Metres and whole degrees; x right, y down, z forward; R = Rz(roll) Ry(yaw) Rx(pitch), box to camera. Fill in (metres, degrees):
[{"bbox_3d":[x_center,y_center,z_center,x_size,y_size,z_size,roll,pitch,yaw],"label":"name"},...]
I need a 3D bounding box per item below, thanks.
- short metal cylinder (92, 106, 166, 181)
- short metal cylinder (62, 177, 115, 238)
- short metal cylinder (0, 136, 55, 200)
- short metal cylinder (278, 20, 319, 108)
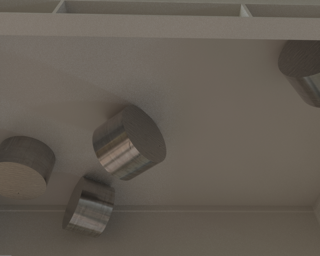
[{"bbox_3d":[-0.037,0.019,0.389,0.050,0.080,0.080,-33,123,24],"label":"short metal cylinder"},{"bbox_3d":[-0.109,0.122,0.475,0.050,0.080,0.080,24,126,-20],"label":"short metal cylinder"},{"bbox_3d":[-0.196,0.057,0.439,0.081,0.050,0.079,0,130,0],"label":"short metal cylinder"},{"bbox_3d":[0.172,-0.067,0.318,0.080,0.080,0.050,-35,122,26],"label":"short metal cylinder"}]
